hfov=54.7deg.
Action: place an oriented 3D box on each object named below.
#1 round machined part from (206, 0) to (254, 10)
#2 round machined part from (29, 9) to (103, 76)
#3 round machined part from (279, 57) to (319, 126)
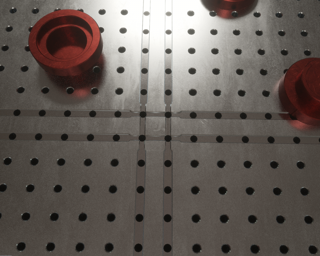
[{"bbox_3d":[0.114,-0.241,0.492,0.099,0.042,0.098,0,70,-1],"label":"round machined part"},{"bbox_3d":[-0.131,-0.117,0.444,0.099,0.042,0.098,0,70,-1],"label":"round machined part"},{"bbox_3d":[0.220,-0.056,0.426,0.099,0.042,0.098,0,70,-1],"label":"round machined part"}]
